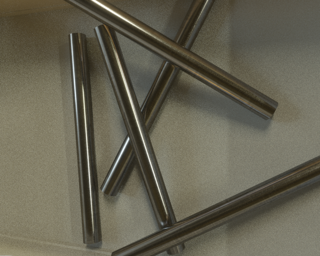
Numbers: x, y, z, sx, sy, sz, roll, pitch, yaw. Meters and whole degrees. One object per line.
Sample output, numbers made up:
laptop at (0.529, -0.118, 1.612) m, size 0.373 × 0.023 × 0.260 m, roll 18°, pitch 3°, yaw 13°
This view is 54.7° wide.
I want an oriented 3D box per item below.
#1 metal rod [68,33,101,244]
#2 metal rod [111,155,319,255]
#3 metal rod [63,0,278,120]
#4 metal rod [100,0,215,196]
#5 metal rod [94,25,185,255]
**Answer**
metal rod at (-0.109, 0.014, 0.448) m, size 0.025 × 0.025 × 0.298 m, roll -5°, pitch 88°, yaw 20°
metal rod at (0.077, 0.098, 0.363) m, size 0.300 × 0.025 × 0.025 m, roll -28°, pitch 81°, yaw 10°
metal rod at (0.002, -0.097, 0.366) m, size 0.301 × 0.025 × 0.025 m, roll 31°, pitch 101°, yaw 0°
metal rod at (-0.005, -0.042, 0.412) m, size 0.025 × 0.025 × 0.299 m, roll 30°, pitch 100°, yaw 17°
metal rod at (-0.025, 0.017, 0.395) m, size 0.025 × 0.025 × 0.298 m, roll -17°, pitch 94°, yaw 19°
